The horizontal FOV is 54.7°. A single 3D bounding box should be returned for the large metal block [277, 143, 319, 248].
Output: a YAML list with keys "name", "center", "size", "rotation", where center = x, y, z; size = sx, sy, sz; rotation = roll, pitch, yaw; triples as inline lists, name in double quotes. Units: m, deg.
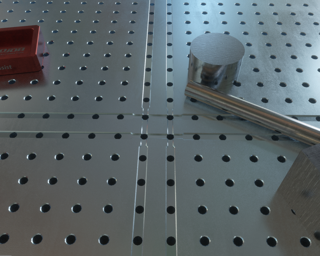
- name: "large metal block"
  center: [0.176, 0.068, 0.316]
  size: [0.050, 0.080, 0.080]
  rotation: [-17, 52, -14]

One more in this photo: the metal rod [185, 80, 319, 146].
- name: "metal rod"
  center: [0.172, -0.001, 0.409]
  size: [0.301, 0.025, 0.025]
  rotation: [24, 54, 19]

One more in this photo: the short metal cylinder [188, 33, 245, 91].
- name: "short metal cylinder"
  center: [0.085, -0.103, 0.478]
  size: [0.081, 0.050, 0.080]
  rotation: [0, 50, 0]

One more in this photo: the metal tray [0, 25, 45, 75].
- name: "metal tray"
  center: [-0.263, -0.126, 0.508]
  size: [0.131, 0.030, 0.090]
  rotation: [-8, 50, -7]
